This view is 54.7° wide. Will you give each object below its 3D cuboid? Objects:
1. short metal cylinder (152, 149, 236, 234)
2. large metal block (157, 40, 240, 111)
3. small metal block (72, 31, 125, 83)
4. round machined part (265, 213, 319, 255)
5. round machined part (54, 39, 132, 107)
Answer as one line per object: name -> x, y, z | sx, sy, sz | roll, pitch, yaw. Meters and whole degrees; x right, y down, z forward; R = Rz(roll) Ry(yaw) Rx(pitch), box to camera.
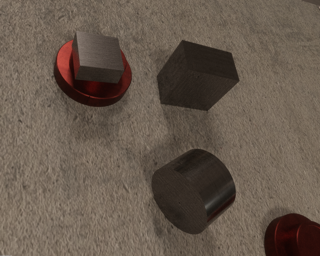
short metal cylinder -> 0.036, 0.070, 0.347 | 0.050, 0.080, 0.080 | -27, 77, -37
large metal block -> 0.051, -0.071, 0.441 | 0.081, 0.080, 0.050 | 7, 59, -25
small metal block -> -0.073, -0.082, 0.362 | 0.050, 0.025, 0.050 | 2, 61, -28
round machined part -> 0.188, 0.159, 0.400 | 0.099, 0.042, 0.098 | 14, 56, -21
round machined part -> -0.082, -0.079, 0.398 | 0.099, 0.042, 0.098 | 14, 56, -21
